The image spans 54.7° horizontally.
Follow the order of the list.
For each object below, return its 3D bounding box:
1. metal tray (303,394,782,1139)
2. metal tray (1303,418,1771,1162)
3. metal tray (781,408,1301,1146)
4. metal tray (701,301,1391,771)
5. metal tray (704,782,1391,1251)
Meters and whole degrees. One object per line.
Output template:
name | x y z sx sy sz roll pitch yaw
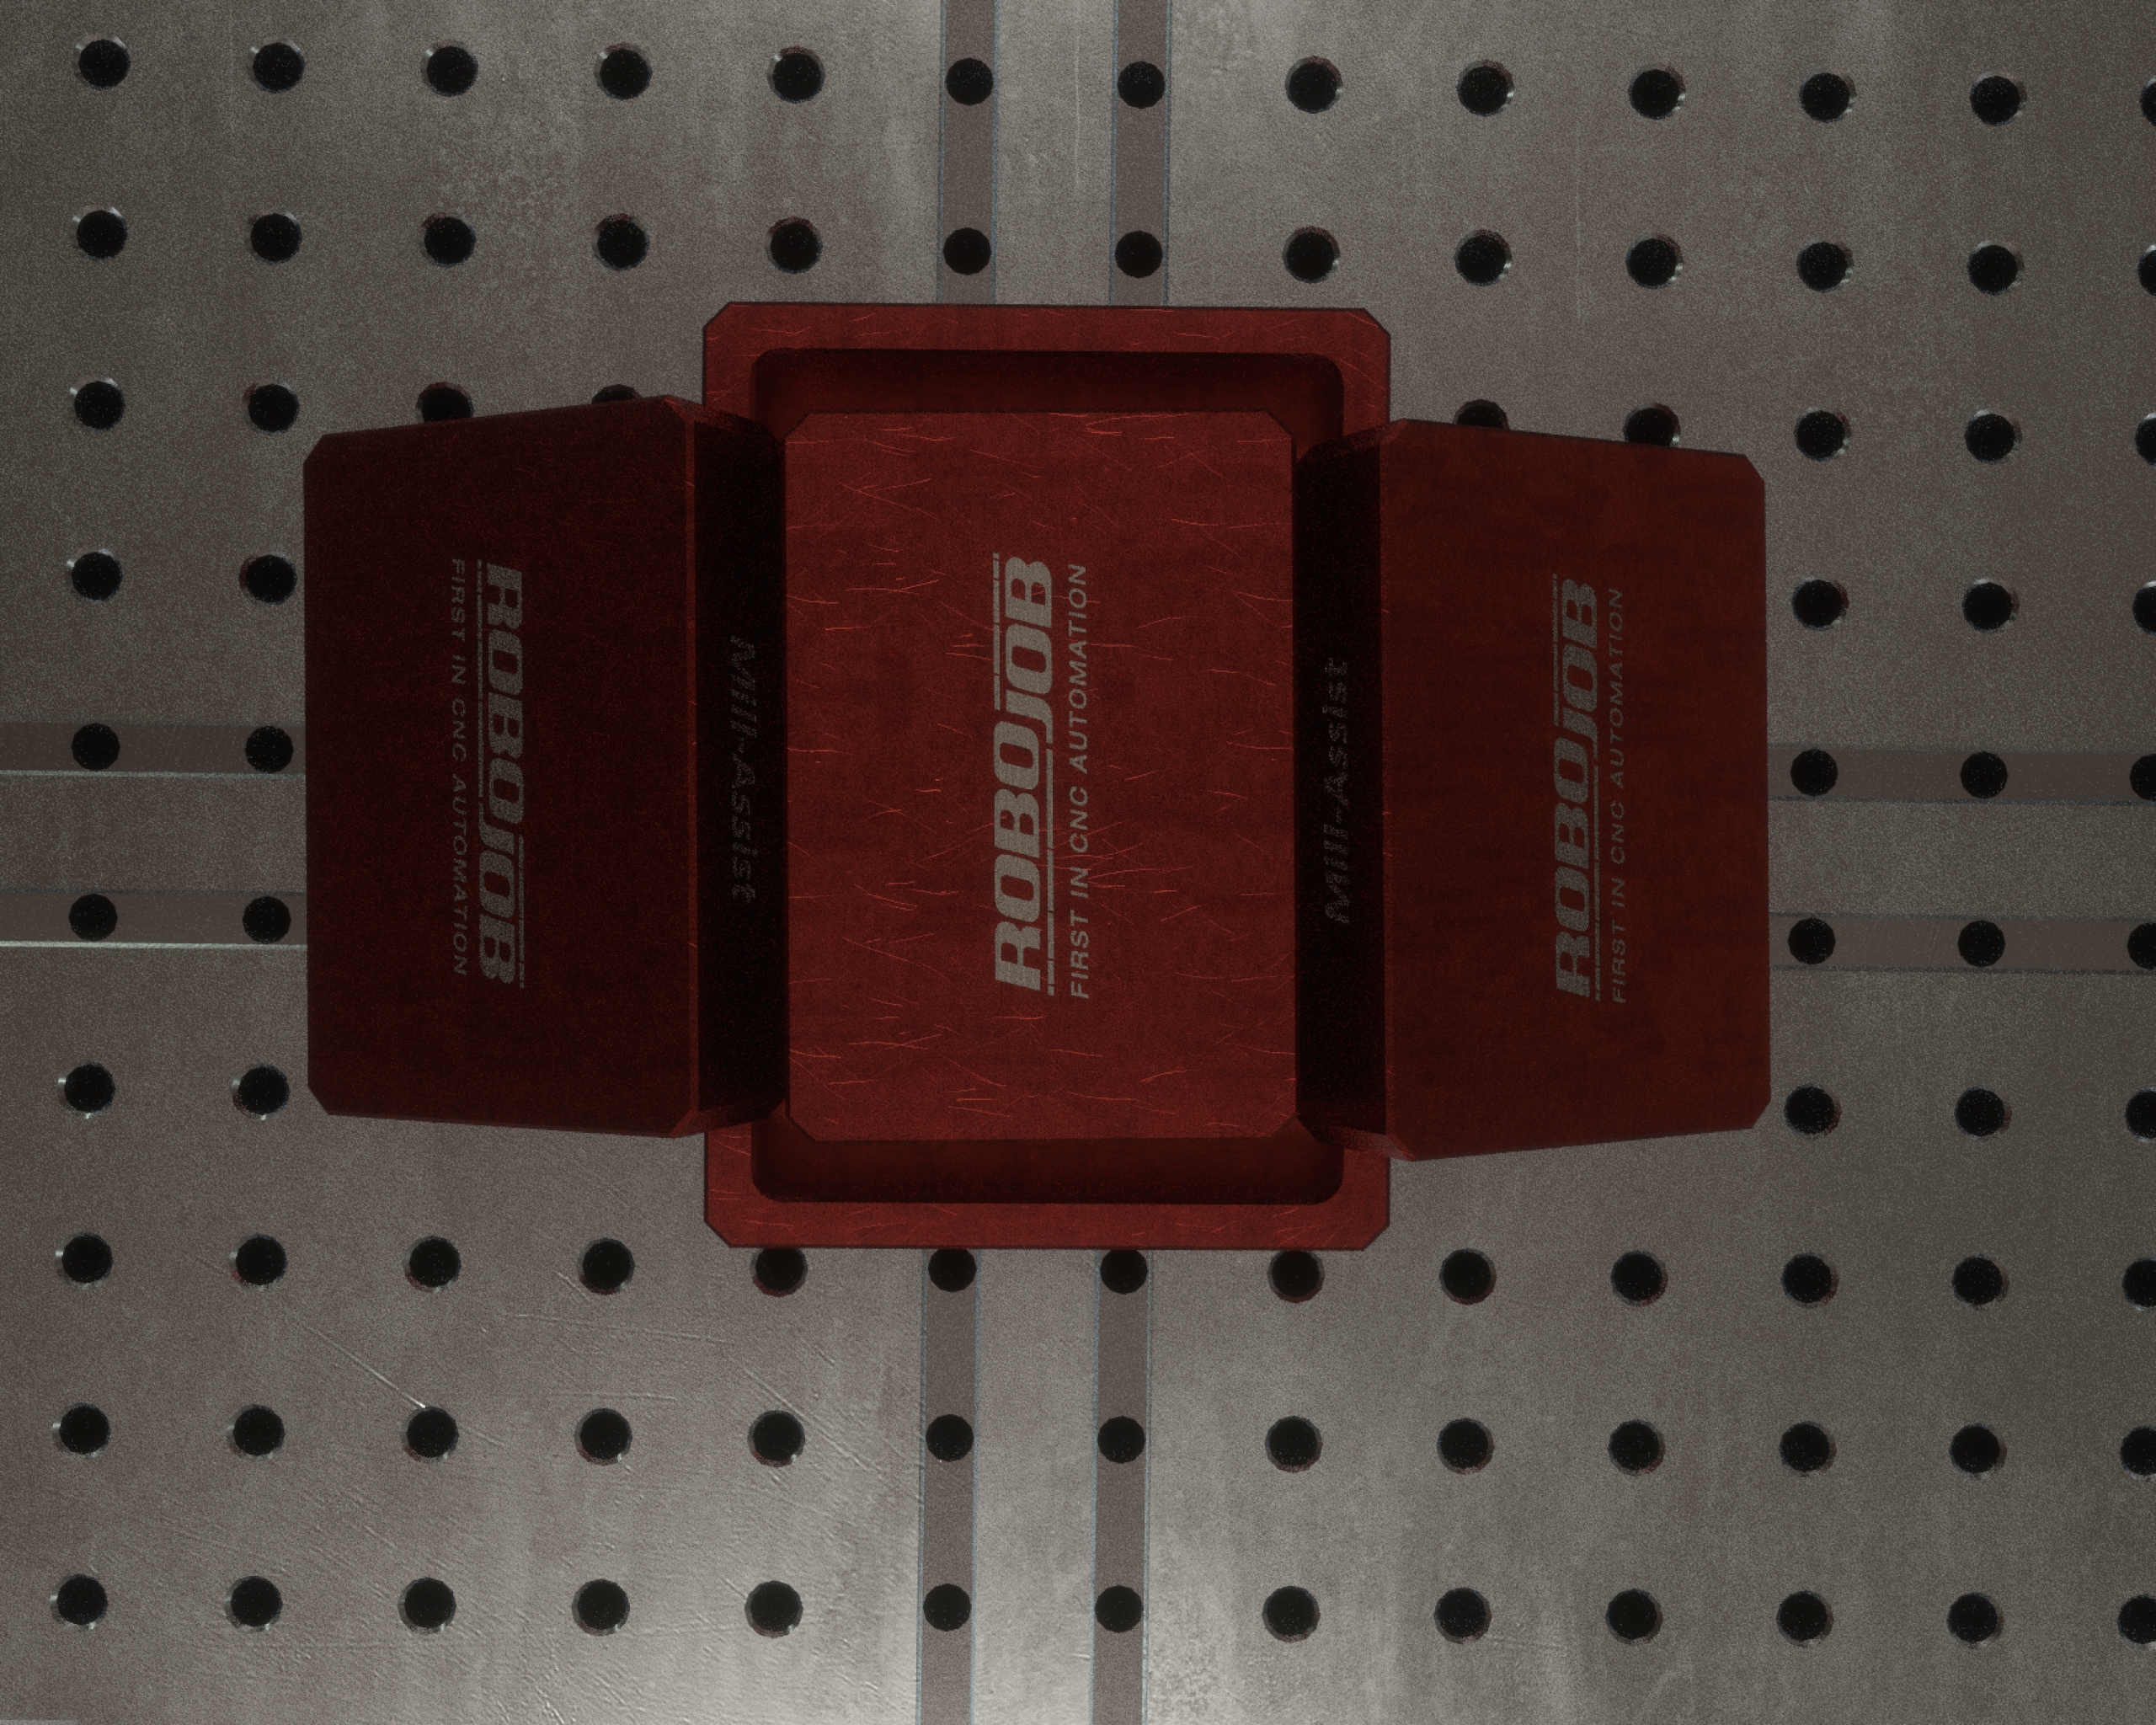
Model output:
metal tray | -0.101 -0.017 0.392 0.090 0.030 0.129 0 90 25
metal tray | 0.086 -0.013 0.393 0.091 0.030 0.129 -1 90 -28
metal tray | -0.006 -0.015 0.380 0.091 0.030 0.129 0 90 -1
metal tray | -0.006 -0.061 0.410 0.131 0.030 0.089 0 90 -1
metal tray | -0.006 0.029 0.411 0.131 0.030 0.089 0 90 -1
